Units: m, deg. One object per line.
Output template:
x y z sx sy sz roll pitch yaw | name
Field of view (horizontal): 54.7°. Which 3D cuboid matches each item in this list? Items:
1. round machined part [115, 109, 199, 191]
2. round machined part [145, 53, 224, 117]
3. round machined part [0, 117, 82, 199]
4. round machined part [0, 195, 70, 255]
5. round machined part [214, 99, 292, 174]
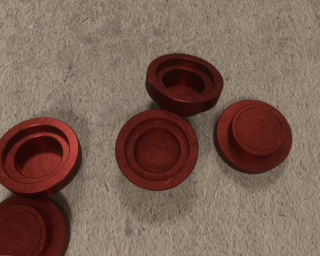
-0.003 0.029 0.385 0.099 0.042 0.098 0 76 1 | round machined part
0.030 -0.052 0.406 0.099 0.042 0.098 6 47 -6 | round machined part
-0.144 0.039 0.377 0.099 0.042 0.098 1 59 -1 | round machined part
-0.157 0.123 0.352 0.099 0.042 0.098 0 70 -1 | round machined part
0.121 0.007 0.398 0.099 0.042 0.098 0 70 -1 | round machined part
